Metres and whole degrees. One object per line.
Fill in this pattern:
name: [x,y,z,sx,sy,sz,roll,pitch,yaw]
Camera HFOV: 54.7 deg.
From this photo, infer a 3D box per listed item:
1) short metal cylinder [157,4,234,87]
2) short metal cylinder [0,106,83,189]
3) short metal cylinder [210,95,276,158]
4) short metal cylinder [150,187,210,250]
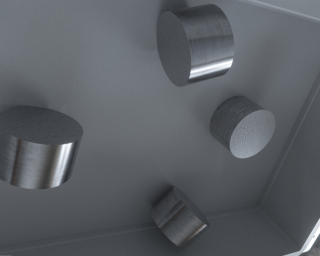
short metal cylinder: [0.036,-0.090,0.339,0.050,0.080,0.079,-18,126,-19]
short metal cylinder: [-0.125,0.018,0.316,0.081,0.080,0.050,6,115,-32]
short metal cylinder: [0.122,-0.002,0.461,0.081,0.050,0.079,-14,125,-21]
short metal cylinder: [0.031,0.137,0.477,0.050,0.080,0.080,-44,130,2]
